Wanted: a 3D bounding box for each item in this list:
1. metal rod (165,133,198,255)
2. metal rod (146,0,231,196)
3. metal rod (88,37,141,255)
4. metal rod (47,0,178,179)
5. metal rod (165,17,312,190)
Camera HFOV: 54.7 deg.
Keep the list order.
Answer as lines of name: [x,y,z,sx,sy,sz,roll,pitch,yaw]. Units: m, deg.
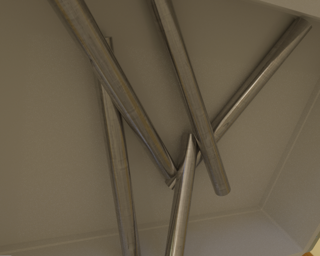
metal rod: [0.021,0.154,0.409,0.025,0.025,0.299,19,74,-35]
metal rod: [0.046,-0.022,0.398,0.025,0.025,0.299,-29,122,-10]
metal rod: [-0.050,0.045,0.373,0.025,0.025,0.298,-14,113,-21]
metal rod: [-0.036,-0.031,0.325,0.025,0.025,0.299,-34,137,-6]
metal rod: [0.108,-0.028,0.449,0.025,0.025,0.299,31,101,-38]
